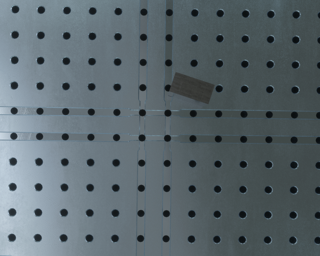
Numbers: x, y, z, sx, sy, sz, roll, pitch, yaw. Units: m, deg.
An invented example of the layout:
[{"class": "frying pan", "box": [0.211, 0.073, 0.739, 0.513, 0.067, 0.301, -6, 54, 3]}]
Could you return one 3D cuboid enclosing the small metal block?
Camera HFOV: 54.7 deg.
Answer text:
[{"class": "small metal block", "box": [0.039, -0.049, 0.401, 0.050, 0.050, 0.025, 18, 90, -1]}]
